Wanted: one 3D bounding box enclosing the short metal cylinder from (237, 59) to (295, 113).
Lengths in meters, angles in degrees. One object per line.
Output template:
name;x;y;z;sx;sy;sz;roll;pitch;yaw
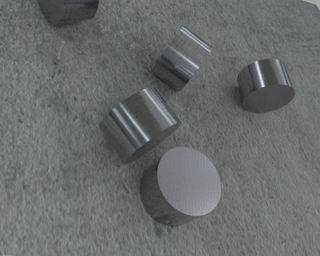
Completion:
short metal cylinder;0.171;-0.067;0.504;0.081;0.080;0.050;9;58;-24

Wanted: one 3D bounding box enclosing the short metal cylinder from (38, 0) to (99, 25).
short metal cylinder;-0.126;-0.183;0.413;0.050;0.080;0.080;-23;75;-37

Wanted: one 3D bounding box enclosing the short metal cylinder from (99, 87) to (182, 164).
short metal cylinder;-0.022;-0.002;0.359;0.081;0.080;0.050;-30;79;-38

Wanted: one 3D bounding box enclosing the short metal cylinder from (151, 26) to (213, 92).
short metal cylinder;0.031;-0.099;0.448;0.050;0.080;0.080;36;51;-5

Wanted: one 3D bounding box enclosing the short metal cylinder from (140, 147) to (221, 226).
short metal cylinder;0.023;0.068;0.360;0.081;0.050;0.080;14;56;-21
